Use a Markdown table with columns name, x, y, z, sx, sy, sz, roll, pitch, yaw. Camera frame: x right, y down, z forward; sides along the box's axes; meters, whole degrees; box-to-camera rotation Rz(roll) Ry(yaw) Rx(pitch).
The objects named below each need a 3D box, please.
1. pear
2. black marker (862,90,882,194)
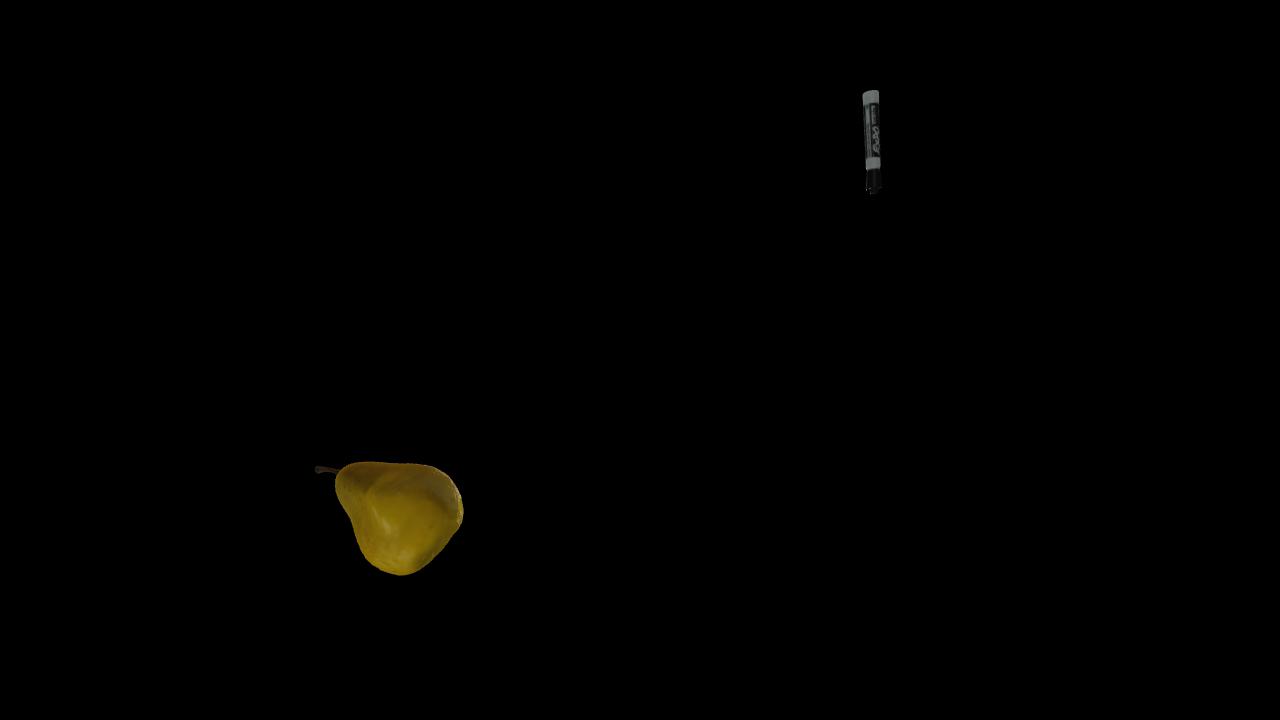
| name | x | y | z | sx | sy | sz | roll | pitch | yaw |
| --- | --- | --- | --- | --- | --- | --- | --- | --- | --- |
| pear | -0.187 | 0.101 | 0.454 | 0.111 | 0.080 | 0.080 | 41 | 4 | 5 |
| black marker | 0.283 | -0.264 | 0.748 | 0.020 | 0.121 | 0.020 | -3 | 3 | 0 |
